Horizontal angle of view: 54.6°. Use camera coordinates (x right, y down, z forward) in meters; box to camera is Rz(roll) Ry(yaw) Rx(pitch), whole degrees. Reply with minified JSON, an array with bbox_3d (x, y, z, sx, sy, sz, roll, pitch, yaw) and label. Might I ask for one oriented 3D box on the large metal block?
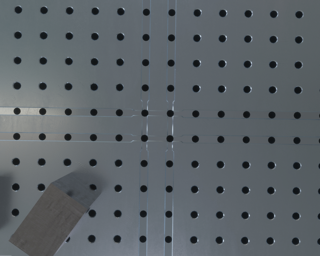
[{"bbox_3d":[-0.125,0.108,0.385,0.050,0.080,0.080,36,90,0],"label":"large metal block"}]
